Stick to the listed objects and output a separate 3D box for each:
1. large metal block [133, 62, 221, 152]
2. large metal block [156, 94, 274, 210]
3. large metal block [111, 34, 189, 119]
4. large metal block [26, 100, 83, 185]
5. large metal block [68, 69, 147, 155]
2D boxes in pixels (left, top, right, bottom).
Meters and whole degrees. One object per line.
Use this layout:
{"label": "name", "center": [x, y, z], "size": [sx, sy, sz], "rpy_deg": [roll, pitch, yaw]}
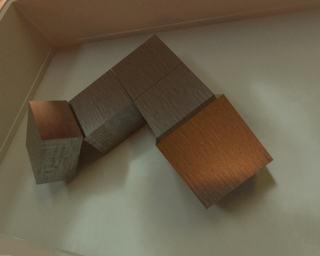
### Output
{"label": "large metal block", "center": [0.026, -0.021, 0.387], "size": [0.080, 0.050, 0.080], "rpy_deg": [-38, 51, 3]}
{"label": "large metal block", "center": [0.052, 0.021, 0.320], "size": [0.080, 0.050, 0.080], "rpy_deg": [-38, 95, 3]}
{"label": "large metal block", "center": [-0.010, -0.073, 0.437], "size": [0.080, 0.050, 0.080], "rpy_deg": [-38, 51, 3]}
{"label": "large metal block", "center": [-0.149, 0.018, 0.427], "size": [0.080, 0.050, 0.079], "rpy_deg": [55, 136, 39]}
{"label": "large metal block", "center": [-0.074, -0.024, 0.441], "size": [0.080, 0.050, 0.080], "rpy_deg": [-38, 51, 3]}
